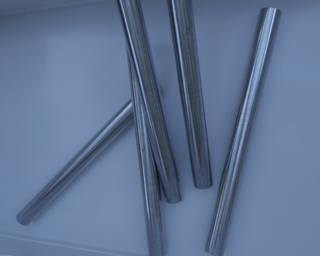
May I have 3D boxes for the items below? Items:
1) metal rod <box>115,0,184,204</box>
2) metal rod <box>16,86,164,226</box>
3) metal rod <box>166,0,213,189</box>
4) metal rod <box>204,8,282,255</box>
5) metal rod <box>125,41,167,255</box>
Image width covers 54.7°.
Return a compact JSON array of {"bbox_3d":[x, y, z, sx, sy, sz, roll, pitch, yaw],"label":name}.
[{"bbox_3d":[-0.013,-0.044,0.353,0.025,0.025,0.298,-5,112,20],"label":"metal rod"},{"bbox_3d":[-0.109,0.042,0.448,0.299,0.025,0.025,-44,77,14],"label":"metal rod"},{"bbox_3d":[0.030,-0.064,0.333,0.025,0.025,0.298,-1,115,20],"label":"metal rod"},{"bbox_3d":[0.099,0.008,0.375,0.025,0.025,0.298,14,95,19],"label":"metal rod"},{"bbox_3d":[-0.018,0.018,0.397,0.025,0.025,0.298,-4,96,20],"label":"metal rod"}]
